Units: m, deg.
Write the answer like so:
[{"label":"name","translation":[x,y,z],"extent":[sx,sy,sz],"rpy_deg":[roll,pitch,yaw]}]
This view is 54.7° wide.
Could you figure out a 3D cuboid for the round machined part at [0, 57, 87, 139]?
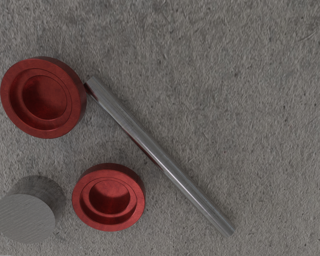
[{"label":"round machined part","translation":[-0.137,-0.039,0.381],"extent":[0.099,0.042,0.097],"rpy_deg":[2,111,6]}]

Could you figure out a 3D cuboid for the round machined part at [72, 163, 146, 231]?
[{"label":"round machined part","translation":[-0.069,0.092,0.434],"extent":[0.099,0.042,0.097],"rpy_deg":[0,110,0]}]

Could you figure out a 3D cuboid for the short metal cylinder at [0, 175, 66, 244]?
[{"label":"short metal cylinder","translation":[-0.180,0.114,0.437],"extent":[0.081,0.050,0.079],"rpy_deg":[0,110,0]}]

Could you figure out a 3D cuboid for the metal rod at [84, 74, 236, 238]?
[{"label":"metal rod","translation":[0.007,0.048,0.427],"extent":[0.025,0.025,0.300],"rpy_deg":[-38,106,13]}]
